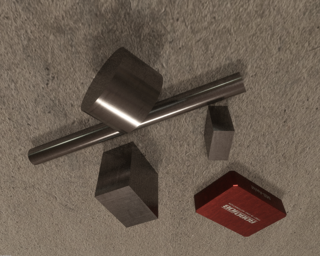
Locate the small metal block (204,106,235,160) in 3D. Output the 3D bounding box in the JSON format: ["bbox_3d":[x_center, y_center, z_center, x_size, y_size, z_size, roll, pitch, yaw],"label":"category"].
[{"bbox_3d":[0.074,0.006,0.397,0.025,0.050,0.050,1,130,-1],"label":"small metal block"}]

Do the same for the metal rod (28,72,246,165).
[{"bbox_3d":[-0.041,-0.007,0.400,0.301,0.025,0.025,-19,128,15],"label":"metal rod"}]

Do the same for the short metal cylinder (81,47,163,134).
[{"bbox_3d":[-0.042,-0.040,0.337,0.050,0.080,0.080,33,123,-25],"label":"short metal cylinder"}]

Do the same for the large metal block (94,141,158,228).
[{"bbox_3d":[-0.043,0.080,0.439,0.050,0.080,0.080,-21,127,16],"label":"large metal block"}]

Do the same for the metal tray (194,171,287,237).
[{"bbox_3d":[0.133,0.130,0.517,0.131,0.030,0.090,32,123,-25],"label":"metal tray"}]
